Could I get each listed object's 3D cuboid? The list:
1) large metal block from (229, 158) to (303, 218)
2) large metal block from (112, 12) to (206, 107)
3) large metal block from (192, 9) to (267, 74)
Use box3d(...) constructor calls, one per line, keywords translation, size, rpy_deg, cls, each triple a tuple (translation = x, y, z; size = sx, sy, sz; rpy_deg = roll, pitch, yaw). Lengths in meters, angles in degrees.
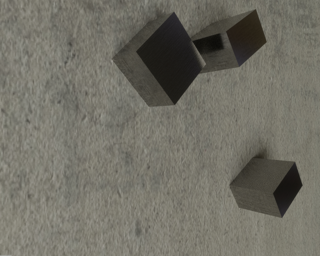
box3d(translation=(0.179, 0.097, 0.523), size=(0.080, 0.080, 0.050), rpy_deg=(-39, 115, -33), cls="large metal block")
box3d(translation=(0.001, -0.084, 0.391), size=(0.080, 0.050, 0.080), rpy_deg=(52, 59, -28), cls="large metal block")
box3d(translation=(0.093, -0.123, 0.449), size=(0.080, 0.080, 0.050), rpy_deg=(-41, 116, -32), cls="large metal block")
